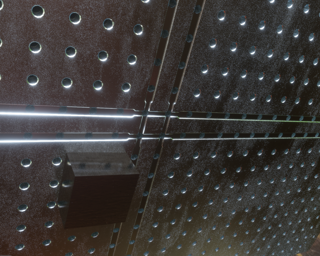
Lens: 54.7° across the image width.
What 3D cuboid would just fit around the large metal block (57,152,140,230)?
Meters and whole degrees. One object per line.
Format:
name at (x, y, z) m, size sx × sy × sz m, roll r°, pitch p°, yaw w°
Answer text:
large metal block at (-0.081, 0.079, 0.400) m, size 0.081 × 0.050 × 0.079 m, roll 3°, pitch 117°, yaw -30°
